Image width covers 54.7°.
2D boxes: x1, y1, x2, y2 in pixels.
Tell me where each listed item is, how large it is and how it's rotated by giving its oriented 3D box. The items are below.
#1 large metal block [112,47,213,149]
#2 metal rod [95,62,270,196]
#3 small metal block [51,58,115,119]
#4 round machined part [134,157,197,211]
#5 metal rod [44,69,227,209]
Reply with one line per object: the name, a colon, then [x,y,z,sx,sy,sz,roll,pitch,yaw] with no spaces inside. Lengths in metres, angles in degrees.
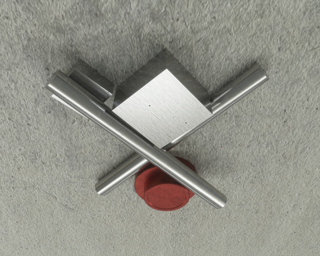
large metal block: [0.003,-0.033,0.366,0.080,0.050,0.080,-34,123,25]
metal rod: [0.013,0.015,0.424,0.299,0.025,0.025,-37,121,27]
small metal block: [-0.091,-0.046,0.370,0.050,0.025,0.050,35,121,-27]
round machined part: [0.010,0.091,0.474,0.099,0.042,0.097,-1,130,0]
metal rod: [-0.012,0.030,0.400,0.025,0.025,0.301,-36,122,26]
